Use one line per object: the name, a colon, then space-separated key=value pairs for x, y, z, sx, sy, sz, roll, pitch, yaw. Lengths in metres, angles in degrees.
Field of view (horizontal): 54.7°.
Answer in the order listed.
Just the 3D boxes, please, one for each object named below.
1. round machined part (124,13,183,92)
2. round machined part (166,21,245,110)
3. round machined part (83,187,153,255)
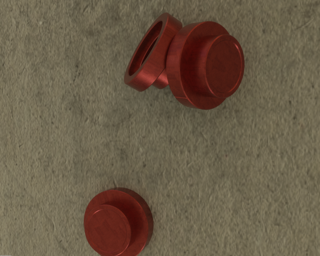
round machined part: x=-0.001 y=-0.087 z=0.380 sx=0.042 sy=0.098 sz=0.098 roll=28 pitch=101 yaw=-21
round machined part: x=0.057 y=-0.068 z=0.346 sx=0.042 sy=0.099 sz=0.097 roll=13 pitch=95 yaw=48
round machined part: x=-0.062 y=0.133 z=0.421 sx=0.098 sy=0.042 sz=0.097 roll=0 pitch=90 yaw=19
